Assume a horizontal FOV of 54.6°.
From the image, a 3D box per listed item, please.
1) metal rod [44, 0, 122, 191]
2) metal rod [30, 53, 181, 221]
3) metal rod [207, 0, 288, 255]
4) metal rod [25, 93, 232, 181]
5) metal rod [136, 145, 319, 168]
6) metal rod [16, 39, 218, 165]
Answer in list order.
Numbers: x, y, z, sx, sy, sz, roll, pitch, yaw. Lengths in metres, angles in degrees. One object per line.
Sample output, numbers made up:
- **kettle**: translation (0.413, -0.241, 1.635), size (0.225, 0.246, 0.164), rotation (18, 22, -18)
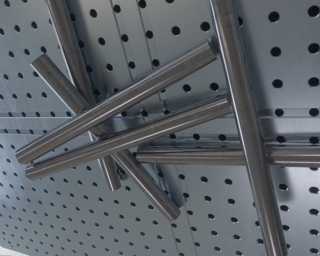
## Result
- **metal rod**: translation (-0.103, -0.035, 0.444), size (0.025, 0.025, 0.298), rotation (2, 120, 27)
- **metal rod**: translation (-0.067, 0.024, 0.439), size (0.025, 0.025, 0.300), rotation (-25, 112, 37)
- **metal rod**: translation (0.100, 0.011, 0.338), size (0.025, 0.025, 0.299), rotation (-8, 106, 32)
- **metal rod**: translation (-0.054, 0.018, 0.404), size (0.300, 0.025, 0.025), rotation (-19, 109, 20)
- **metal rod**: translation (0.104, 0.034, 0.377), size (0.300, 0.025, 0.025), rotation (-2, 117, 29)
- **metal rod**: translation (-0.069, -0.022, 0.386), size (0.300, 0.025, 0.025), rotation (-26, 104, 21)
